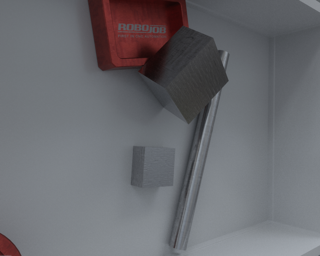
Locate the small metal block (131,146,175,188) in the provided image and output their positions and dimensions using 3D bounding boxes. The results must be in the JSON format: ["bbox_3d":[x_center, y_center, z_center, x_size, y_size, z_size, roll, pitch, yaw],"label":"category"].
[{"bbox_3d":[-0.008,0.050,0.402,0.050,0.025,0.050,6,87,-40],"label":"small metal block"}]

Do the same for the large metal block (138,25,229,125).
[{"bbox_3d":[0.032,-0.065,0.388,0.080,0.050,0.080,-47,142,-7],"label":"large metal block"}]

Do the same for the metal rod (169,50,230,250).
[{"bbox_3d":[0.061,0.024,0.460,0.025,0.025,0.299,24,75,-38],"label":"metal rod"}]

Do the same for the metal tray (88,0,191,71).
[{"bbox_3d":[-0.019,-0.122,0.388,0.131,0.030,0.089,-13,99,-39],"label":"metal tray"}]

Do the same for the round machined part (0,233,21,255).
[{"bbox_3d":[-0.163,0.130,0.247,0.099,0.042,0.098,14,64,-30],"label":"round machined part"}]
